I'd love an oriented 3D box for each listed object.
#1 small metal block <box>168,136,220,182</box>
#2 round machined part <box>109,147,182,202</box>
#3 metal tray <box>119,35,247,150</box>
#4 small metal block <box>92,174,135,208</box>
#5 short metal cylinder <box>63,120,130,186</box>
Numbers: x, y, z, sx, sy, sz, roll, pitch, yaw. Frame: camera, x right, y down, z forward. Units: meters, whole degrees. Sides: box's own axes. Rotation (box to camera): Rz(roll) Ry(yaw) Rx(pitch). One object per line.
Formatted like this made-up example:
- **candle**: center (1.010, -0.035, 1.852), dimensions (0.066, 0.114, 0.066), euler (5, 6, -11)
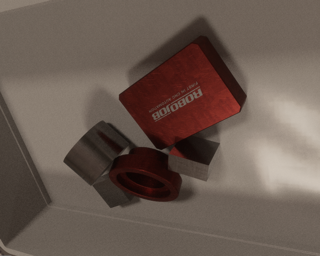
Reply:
- **small metal block**: center (0.043, 0.036, 0.391), dimensions (0.050, 0.050, 0.025), euler (15, 124, 19)
- **round machined part**: center (-0.017, 0.061, 0.428), dimensions (0.098, 0.042, 0.098), euler (13, 147, 9)
- **metal tray**: center (0.023, -0.036, 0.370), dimensions (0.130, 0.030, 0.090), euler (-29, 103, 37)
- **small metal block**: center (-0.074, 0.099, 0.507), dimensions (0.050, 0.025, 0.050), euler (-27, 104, 37)
- **short metal cylinder**: center (-0.089, 0.035, 0.440), dimensions (0.050, 0.080, 0.080), euler (42, 129, 0)
